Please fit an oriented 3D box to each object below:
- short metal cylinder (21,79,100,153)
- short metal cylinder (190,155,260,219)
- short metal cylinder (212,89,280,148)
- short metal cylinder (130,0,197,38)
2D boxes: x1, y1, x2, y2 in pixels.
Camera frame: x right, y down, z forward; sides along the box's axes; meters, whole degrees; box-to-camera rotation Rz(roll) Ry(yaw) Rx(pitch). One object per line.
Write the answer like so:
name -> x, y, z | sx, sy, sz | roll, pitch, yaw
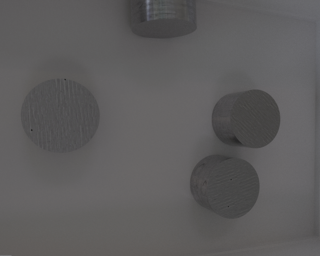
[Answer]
short metal cylinder -> -0.114, -0.013, 0.355 | 0.081, 0.050, 0.080 | 0, 90, -20
short metal cylinder -> 0.089, 0.079, 0.430 | 0.081, 0.050, 0.080 | 0, 90, -20
short metal cylinder -> 0.122, -0.012, 0.442 | 0.081, 0.050, 0.080 | 0, 90, -20
short metal cylinder -> 0.004, -0.147, 0.382 | 0.081, 0.080, 0.050 | -3, 91, -20
